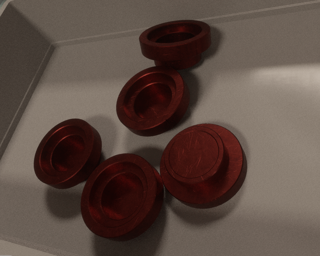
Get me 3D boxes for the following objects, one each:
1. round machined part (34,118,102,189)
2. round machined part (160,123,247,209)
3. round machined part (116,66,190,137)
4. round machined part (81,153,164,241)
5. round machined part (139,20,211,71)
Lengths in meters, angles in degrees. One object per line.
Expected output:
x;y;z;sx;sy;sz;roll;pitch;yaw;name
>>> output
-0.122;0.039;0.433;0.098;0.042;0.098;-13;56;20;round machined part
0.044;0.037;0.348;0.098;0.042;0.098;-13;56;20;round machined part
-0.006;-0.032;0.415;0.098;0.042;0.098;-13;57;21;round machined part
-0.040;0.082;0.364;0.098;0.042;0.098;-13;56;20;round machined part
0.023;-0.115;0.436;0.099;0.042;0.098;-7;36;5;round machined part
